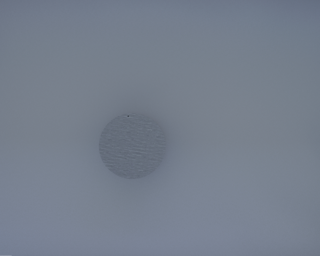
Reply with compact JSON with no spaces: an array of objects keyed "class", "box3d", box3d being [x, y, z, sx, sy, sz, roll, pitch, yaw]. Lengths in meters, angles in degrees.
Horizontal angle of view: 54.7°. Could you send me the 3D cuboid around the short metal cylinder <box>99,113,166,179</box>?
[{"class":"short metal cylinder","box3d":[-0.034,0.022,0.399,0.081,0.050,0.079,0,90,-1]}]
